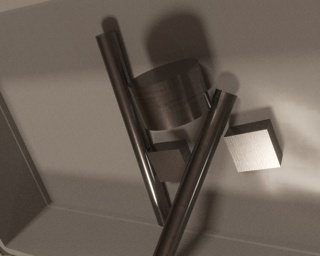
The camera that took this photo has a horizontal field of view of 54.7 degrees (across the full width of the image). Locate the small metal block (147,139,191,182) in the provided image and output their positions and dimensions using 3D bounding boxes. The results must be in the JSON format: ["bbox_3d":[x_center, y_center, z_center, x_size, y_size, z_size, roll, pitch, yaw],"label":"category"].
[{"bbox_3d":[0.017,0.046,0.427,0.050,0.025,0.050,-9,114,32],"label":"small metal block"}]

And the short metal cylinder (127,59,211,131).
[{"bbox_3d":[0.011,-0.038,0.343,0.080,0.080,0.050,-8,115,31],"label":"short metal cylinder"}]

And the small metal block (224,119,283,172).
[{"bbox_3d":[0.110,0.021,0.364,0.050,0.025,0.050,-13,112,33],"label":"small metal block"}]

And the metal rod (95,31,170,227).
[{"bbox_3d":[-0.028,0.018,0.432,0.025,0.025,0.298,-2,118,29],"label":"metal rod"}]

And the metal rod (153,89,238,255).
[{"bbox_3d":[0.026,0.098,0.373,0.025,0.025,0.298,22,101,14],"label":"metal rod"}]
